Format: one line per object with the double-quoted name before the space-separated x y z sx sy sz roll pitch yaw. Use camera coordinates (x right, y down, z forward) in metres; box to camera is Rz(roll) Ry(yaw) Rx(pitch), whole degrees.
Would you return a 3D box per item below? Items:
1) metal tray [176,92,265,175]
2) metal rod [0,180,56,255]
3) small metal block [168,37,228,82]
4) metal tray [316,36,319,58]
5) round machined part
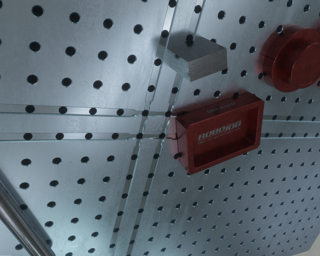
"metal tray" 0.091 0.008 0.464 0.131 0.030 0.089 -19 126 -18
"metal rod" -0.190 0.071 0.351 0.025 0.025 0.298 -25 128 -14
"small metal block" 0.044 -0.083 0.370 0.050 0.050 0.025 -22 127 -15
"metal tray" 0.312 -0.120 0.506 0.090 0.030 0.130 -40 130 -1
"round machined part" 0.204 -0.097 0.455 0.099 0.042 0.097 -14 125 -21
